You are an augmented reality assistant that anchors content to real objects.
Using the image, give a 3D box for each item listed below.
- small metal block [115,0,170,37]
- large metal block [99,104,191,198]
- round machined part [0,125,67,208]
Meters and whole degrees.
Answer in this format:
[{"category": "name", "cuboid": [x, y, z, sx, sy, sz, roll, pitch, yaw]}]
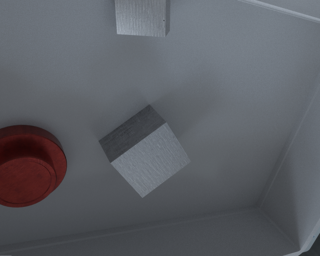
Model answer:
[{"category": "small metal block", "cuboid": [-0.017, -0.121, 0.310, 0.050, 0.025, 0.050, 6, 122, 10]}, {"category": "large metal block", "cuboid": [-0.018, 0.031, 0.403, 0.080, 0.050, 0.080, -36, 130, -4]}, {"category": "round machined part", "cuboid": [-0.154, 0.049, 0.345, 0.099, 0.042, 0.097, -14, 125, -21]}]
